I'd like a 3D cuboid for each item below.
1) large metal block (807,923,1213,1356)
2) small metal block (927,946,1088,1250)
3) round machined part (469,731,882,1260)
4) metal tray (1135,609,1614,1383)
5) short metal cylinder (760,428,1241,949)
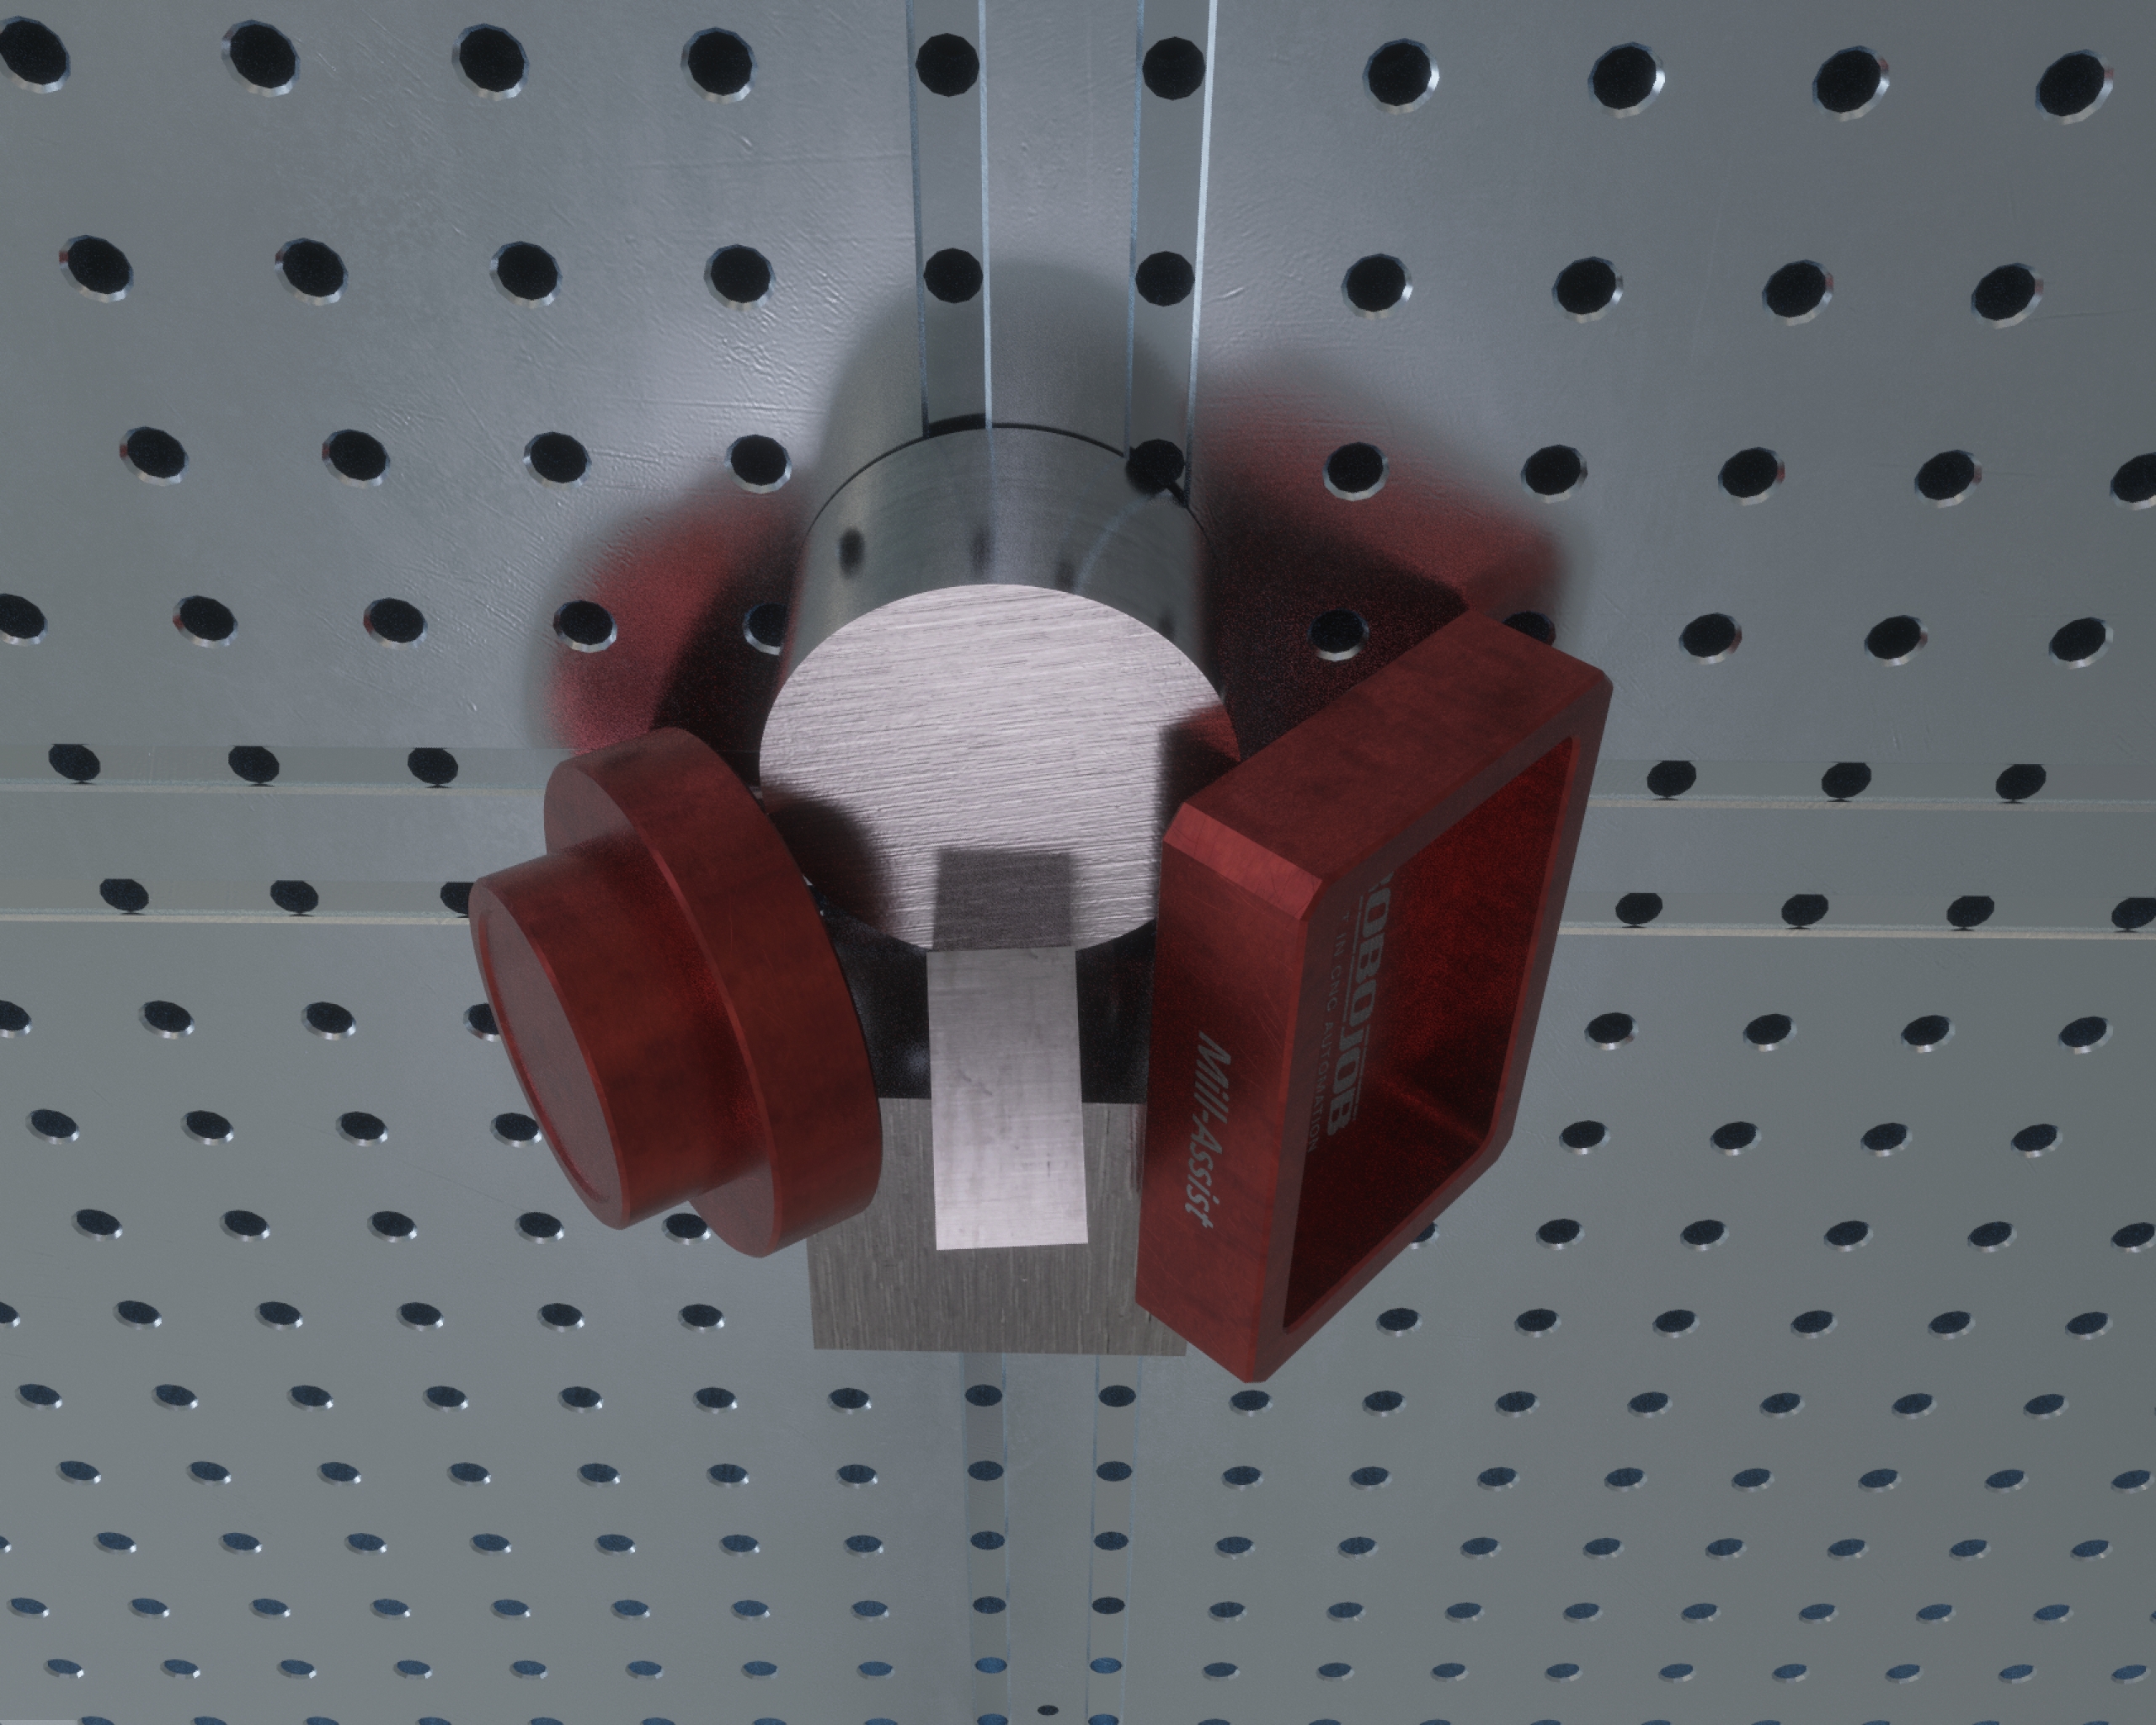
[{"bbox_3d":[-0.015,0.060,0.446,0.081,0.050,0.079,2,130,-2],"label":"large metal block"},{"bbox_3d":[-0.013,0.043,0.376,0.025,0.050,0.050,-2,172,-2],"label":"small metal block"},{"bbox_3d":[-0.078,0.028,0.381,0.042,0.098,0.097,-22,136,-26],"label":"round machined part"},{"bbox_3d":[0.054,0.027,0.394,0.030,0.091,0.129,32,139,31],"label":"metal tray"},{"bbox_3d":[-0.013,-0.029,0.369,0.081,0.050,0.079,0,130,0],"label":"short metal cylinder"}]
